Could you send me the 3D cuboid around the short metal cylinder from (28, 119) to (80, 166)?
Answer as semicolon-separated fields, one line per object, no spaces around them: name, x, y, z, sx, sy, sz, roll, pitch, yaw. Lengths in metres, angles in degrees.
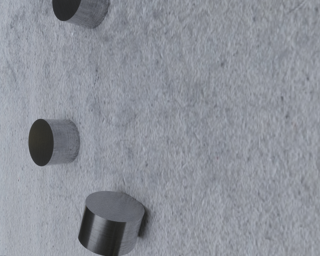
short metal cylinder;-0.184;0.024;0.537;0.080;0.050;0.079;0;90;39

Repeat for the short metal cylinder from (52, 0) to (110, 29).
short metal cylinder;-0.125;-0.203;0.489;0.080;0.050;0.079;0;90;39

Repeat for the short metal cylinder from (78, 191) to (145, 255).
short metal cylinder;-0.066;0.127;0.421;0.080;0.081;0.050;25;106;37
